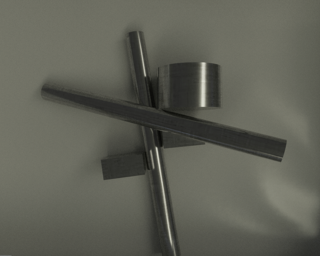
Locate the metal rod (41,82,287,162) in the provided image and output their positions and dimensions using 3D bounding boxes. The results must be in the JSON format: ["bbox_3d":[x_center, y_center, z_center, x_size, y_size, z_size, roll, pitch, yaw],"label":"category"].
[{"bbox_3d":[-0.009,-0.012,0.369,0.301,0.025,0.025,15,90,16],"label":"metal rod"}]

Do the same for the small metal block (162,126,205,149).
[{"bbox_3d":[0.028,0.010,0.399,0.050,0.050,0.025,-6,91,0],"label":"small metal block"}]

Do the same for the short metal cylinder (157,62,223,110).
[{"bbox_3d":[0.037,-0.049,0.384,0.081,0.080,0.050,-1,90,-1],"label":"short metal cylinder"}]

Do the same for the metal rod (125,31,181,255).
[{"bbox_3d":[-0.009,0.023,0.411,0.025,0.025,0.298,-10,90,0],"label":"metal rod"}]

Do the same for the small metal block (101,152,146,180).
[{"bbox_3d":[-0.045,0.047,0.398,0.050,0.050,0.025,-8,90,0],"label":"small metal block"}]
